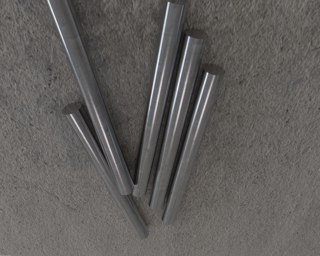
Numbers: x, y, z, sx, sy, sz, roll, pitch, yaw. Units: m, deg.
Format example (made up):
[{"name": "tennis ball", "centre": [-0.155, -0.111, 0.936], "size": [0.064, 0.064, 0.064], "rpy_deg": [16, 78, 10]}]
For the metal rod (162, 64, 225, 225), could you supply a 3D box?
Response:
[{"name": "metal rod", "centre": [0.038, 0.046, 0.446], "size": [0.025, 0.025, 0.298], "rpy_deg": [7, 130, -6]}]

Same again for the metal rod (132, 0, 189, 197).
[{"name": "metal rod", "centre": [-0.009, -0.012, 0.396], "size": [0.025, 0.025, 0.298], "rpy_deg": [7, 130, -6]}]

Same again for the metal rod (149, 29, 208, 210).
[{"name": "metal rod", "centre": [0.016, 0.014, 0.418], "size": [0.025, 0.025, 0.298], "rpy_deg": [6, 130, -6]}]

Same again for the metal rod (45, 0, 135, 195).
[{"name": "metal rod", "centre": [-0.076, -0.026, 0.374], "size": [0.025, 0.025, 0.298], "rpy_deg": [-8, 127, 6]}]

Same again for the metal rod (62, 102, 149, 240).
[{"name": "metal rod", "centre": [-0.071, 0.085, 0.478], "size": [0.025, 0.025, 0.299], "rpy_deg": [-12, 129, 10]}]
